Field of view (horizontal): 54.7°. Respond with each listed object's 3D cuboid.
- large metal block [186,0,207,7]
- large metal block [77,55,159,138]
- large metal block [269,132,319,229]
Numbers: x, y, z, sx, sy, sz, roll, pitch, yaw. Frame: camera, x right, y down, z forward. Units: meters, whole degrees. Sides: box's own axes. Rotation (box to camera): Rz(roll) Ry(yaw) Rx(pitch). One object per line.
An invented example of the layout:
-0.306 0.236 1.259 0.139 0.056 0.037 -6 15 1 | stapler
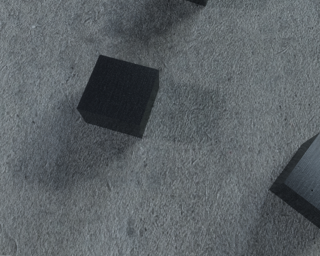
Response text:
0.050 -0.250 0.486 0.080 0.050 0.080 21 71 7 | large metal block
-0.051 -0.041 0.409 0.080 0.050 0.080 16 71 5 | large metal block
0.195 0.066 0.372 0.080 0.050 0.080 39 74 13 | large metal block
